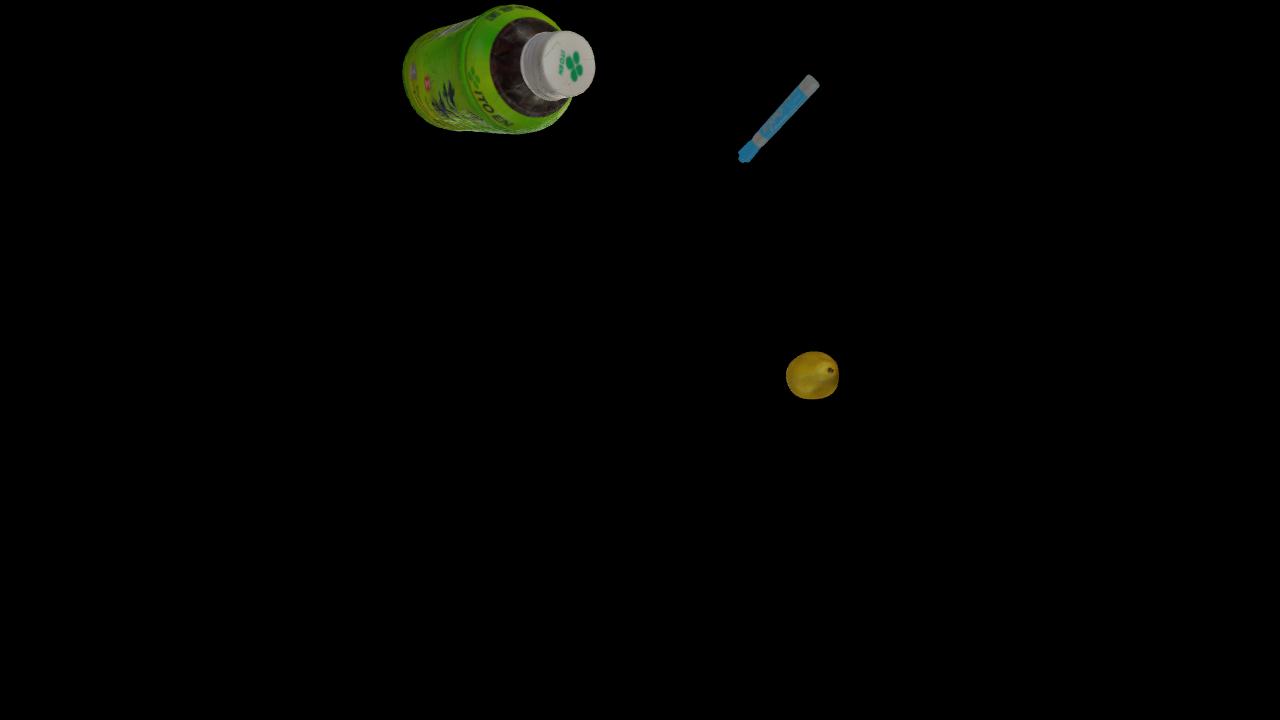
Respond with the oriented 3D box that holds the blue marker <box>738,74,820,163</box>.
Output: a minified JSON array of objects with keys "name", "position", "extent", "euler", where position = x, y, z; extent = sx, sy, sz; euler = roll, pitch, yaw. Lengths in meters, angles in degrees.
[{"name":"blue marker","position":[0.158,-0.277,0.717],"extent":[0.020,0.020,0.121],"euler":[0,-32,-42]}]

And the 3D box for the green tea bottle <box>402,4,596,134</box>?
[{"name":"green tea bottle","position":[-0.092,-0.180,0.387],"extent":[0.073,0.073,0.212],"euler":[0,17,-33]}]

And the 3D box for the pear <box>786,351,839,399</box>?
[{"name":"pear","position":[0.270,0.018,0.918],"extent":[0.080,0.080,0.111],"euler":[0,-13,-17]}]
